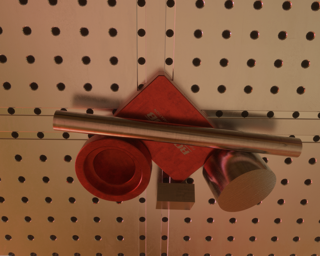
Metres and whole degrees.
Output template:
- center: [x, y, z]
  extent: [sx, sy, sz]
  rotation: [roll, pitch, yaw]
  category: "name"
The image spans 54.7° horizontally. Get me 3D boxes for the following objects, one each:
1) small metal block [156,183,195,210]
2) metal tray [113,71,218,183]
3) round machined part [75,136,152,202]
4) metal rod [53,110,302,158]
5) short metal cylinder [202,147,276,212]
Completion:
- center: [0.020, 0.097, 0.435]
  extent: [0.050, 0.025, 0.050]
  rotation: [2, 153, -2]
  category: "small metal block"
- center: [0.014, 0.001, 0.413]
  extent: [0.090, 0.030, 0.130]
  rotation: [-42, 106, 13]
  category: "metal tray"
- center: [-0.059, 0.047, 0.416]
  extent: [0.099, 0.042, 0.097]
  rotation: [2, 116, 4]
  category: "round machined part"
- center: [0.024, 0.008, 0.383]
  extent: [0.302, 0.025, 0.025]
  rotation: [7, 110, -3]
  category: "metal rod"
- center: [0.103, 0.065, 0.409]
  extent: [0.081, 0.050, 0.079]
  rotation: [-11, 131, -13]
  category: "short metal cylinder"
